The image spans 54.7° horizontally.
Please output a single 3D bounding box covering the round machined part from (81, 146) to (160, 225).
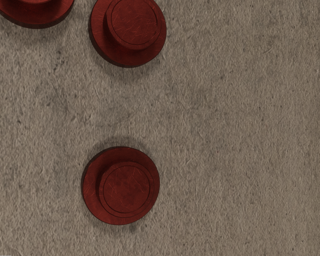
[{"bbox_3d":[-0.046,0.072,0.384,0.099,0.042,0.097,0,90,-21],"label":"round machined part"}]

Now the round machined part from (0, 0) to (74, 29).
[{"bbox_3d":[-0.144,-0.166,0.347,0.099,0.042,0.097,0,90,-21],"label":"round machined part"}]

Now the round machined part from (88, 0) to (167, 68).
[{"bbox_3d":[-0.037,-0.127,0.387,0.099,0.042,0.097,0,90,-21],"label":"round machined part"}]
